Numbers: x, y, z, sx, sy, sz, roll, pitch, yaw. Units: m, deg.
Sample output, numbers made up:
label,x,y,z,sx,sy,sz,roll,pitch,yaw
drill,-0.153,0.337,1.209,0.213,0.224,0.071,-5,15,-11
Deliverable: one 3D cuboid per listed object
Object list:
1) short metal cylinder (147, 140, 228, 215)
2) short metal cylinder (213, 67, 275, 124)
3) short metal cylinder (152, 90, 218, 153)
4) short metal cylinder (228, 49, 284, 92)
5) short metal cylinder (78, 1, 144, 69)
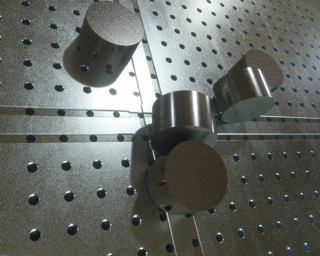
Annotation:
label,x,y,z,sx,sy,sz,roll,pitch,yaw
short metal cylinder,0.032,0.060,0.367,0.081,0.050,0.080,9,67,-22
short metal cylinder,0.126,-0.048,0.472,0.081,0.080,0.050,1,62,-28
short metal cylinder,0.030,-0.004,0.393,0.081,0.080,0.050,13,56,-22
short metal cylinder,0.165,-0.089,0.538,0.081,0.050,0.080,14,56,-21
short metal cylinder,-0.069,-0.130,0.435,0.081,0.050,0.080,14,56,-21
